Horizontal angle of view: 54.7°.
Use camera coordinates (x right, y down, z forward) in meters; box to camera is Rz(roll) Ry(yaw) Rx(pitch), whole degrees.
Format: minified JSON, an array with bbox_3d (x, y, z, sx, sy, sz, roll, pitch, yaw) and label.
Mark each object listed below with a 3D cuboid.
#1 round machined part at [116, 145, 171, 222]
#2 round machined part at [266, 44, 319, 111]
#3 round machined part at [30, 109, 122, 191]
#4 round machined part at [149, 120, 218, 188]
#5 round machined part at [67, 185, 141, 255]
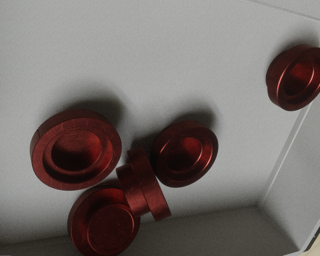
[{"bbox_3d":[-0.024,0.075,0.397,0.042,0.098,0.098,-23,128,-5],"label":"round machined part"},{"bbox_3d":[0.198,-0.077,0.461,0.099,0.042,0.097,-14,125,-21],"label":"round machined part"},{"bbox_3d":[-0.098,0.021,0.358,0.099,0.042,0.097,-14,125,-21],"label":"round machined part"},{"bbox_3d":[0.029,0.032,0.434,0.099,0.042,0.097,-15,124,-23],"label":"round machined part"},{"bbox_3d":[-0.070,0.129,0.416,0.099,0.042,0.097,-2,93,-30],"label":"round machined part"}]
